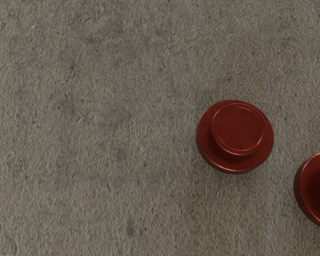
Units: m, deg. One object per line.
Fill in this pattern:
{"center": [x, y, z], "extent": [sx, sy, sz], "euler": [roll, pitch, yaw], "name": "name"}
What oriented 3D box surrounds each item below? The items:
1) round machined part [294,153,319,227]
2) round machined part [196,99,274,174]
{"center": [0.219, 0.074, 0.373], "extent": [0.099, 0.042, 0.098], "euler": [0, 70, 0], "name": "round machined part"}
{"center": [0.097, 0.007, 0.397], "extent": [0.099, 0.042, 0.098], "euler": [0, 70, 0], "name": "round machined part"}
